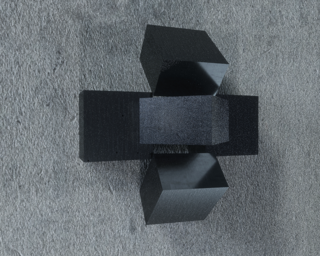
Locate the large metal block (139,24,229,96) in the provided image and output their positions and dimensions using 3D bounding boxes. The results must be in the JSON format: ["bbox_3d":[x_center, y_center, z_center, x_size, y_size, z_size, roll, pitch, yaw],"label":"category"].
[{"bbox_3d":[0.026,-0.083,0.385,0.081,0.080,0.050,0,134,-20],"label":"large metal block"}]

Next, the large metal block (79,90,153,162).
[{"bbox_3d":[-0.055,-0.003,0.377,0.081,0.050,0.079,-1,90,-21],"label":"large metal block"}]

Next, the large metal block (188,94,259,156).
[{"bbox_3d":[0.087,-0.004,0.427,0.081,0.050,0.079,0,90,-21],"label":"large metal block"}]

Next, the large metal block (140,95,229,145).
[{"bbox_3d":[0.031,-0.008,0.358,0.080,0.080,0.050,0,91,24],"label":"large metal block"}]

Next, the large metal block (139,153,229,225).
[{"bbox_3d":[0.026,0.076,0.385,0.081,0.079,0.050,1,47,-19],"label":"large metal block"}]
